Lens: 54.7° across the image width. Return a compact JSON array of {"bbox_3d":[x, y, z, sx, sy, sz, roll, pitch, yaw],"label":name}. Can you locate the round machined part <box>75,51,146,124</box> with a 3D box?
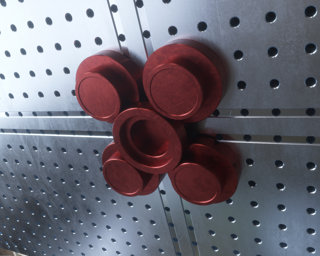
[{"bbox_3d":[-0.071,-0.047,0.406,0.098,0.042,0.097,13,124,20],"label":"round machined part"}]

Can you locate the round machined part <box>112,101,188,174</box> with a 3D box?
[{"bbox_3d":[-0.009,0.009,0.407,0.098,0.042,0.097,13,124,20],"label":"round machined part"}]

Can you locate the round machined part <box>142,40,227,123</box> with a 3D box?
[{"bbox_3d":[0.023,-0.048,0.357,0.098,0.042,0.097,13,124,20],"label":"round machined part"}]

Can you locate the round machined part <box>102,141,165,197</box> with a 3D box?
[{"bbox_3d":[-0.046,0.064,0.462,0.098,0.042,0.097,13,124,20],"label":"round machined part"}]

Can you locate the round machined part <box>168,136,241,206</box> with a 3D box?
[{"bbox_3d":[0.053,0.063,0.409,0.098,0.042,0.097,13,124,20],"label":"round machined part"}]
